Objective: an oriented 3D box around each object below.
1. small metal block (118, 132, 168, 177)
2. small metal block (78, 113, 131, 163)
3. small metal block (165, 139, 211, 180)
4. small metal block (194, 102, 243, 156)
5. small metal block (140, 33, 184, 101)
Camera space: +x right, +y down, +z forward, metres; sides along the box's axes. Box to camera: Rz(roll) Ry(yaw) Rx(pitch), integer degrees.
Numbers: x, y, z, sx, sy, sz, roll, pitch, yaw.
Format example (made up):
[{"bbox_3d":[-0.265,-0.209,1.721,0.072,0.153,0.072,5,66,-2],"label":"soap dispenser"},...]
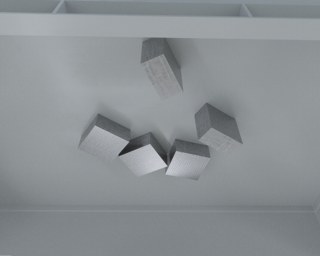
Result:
[{"bbox_3d":[-0.023,0.039,0.442,0.050,0.025,0.050,-23,127,17],"label":"small metal block"},{"bbox_3d":[-0.075,0.015,0.421,0.050,0.025,0.050,28,125,-22],"label":"small metal block"},{"bbox_3d":[0.039,0.047,0.450,0.050,0.025,0.050,12,129,-11],"label":"small metal block"},{"bbox_3d":[0.074,0.002,0.395,0.050,0.050,0.025,27,125,-21],"label":"small metal block"},{"bbox_3d":[0.003,-0.067,0.336,0.025,0.050,0.050,-20,128,16],"label":"small metal block"}]
